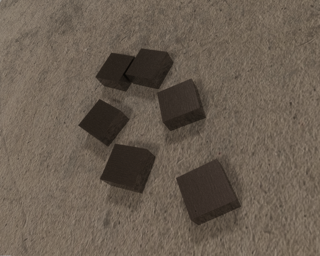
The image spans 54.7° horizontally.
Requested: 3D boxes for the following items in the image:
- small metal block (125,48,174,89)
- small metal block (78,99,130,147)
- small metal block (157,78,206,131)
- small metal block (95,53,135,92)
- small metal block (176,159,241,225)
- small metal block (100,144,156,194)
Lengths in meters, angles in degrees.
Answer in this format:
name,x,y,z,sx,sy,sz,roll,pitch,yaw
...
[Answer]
name,x,y,z,sx,sy,sz,roll,pitch,yaw
small metal block,-0.016,-0.090,0.466,0.050,0.025,0.050,17,71,34
small metal block,-0.082,-0.008,0.450,0.050,0.025,0.050,29,77,37
small metal block,0.028,-0.030,0.407,0.050,0.025,0.050,-21,54,15
small metal block,-0.066,-0.089,0.491,0.050,0.025,0.050,18,71,34
small metal block,0.051,0.069,0.334,0.050,0.025,0.050,-27,52,10
small metal block,-0.040,0.051,0.393,0.050,0.025,0.050,7,65,31
